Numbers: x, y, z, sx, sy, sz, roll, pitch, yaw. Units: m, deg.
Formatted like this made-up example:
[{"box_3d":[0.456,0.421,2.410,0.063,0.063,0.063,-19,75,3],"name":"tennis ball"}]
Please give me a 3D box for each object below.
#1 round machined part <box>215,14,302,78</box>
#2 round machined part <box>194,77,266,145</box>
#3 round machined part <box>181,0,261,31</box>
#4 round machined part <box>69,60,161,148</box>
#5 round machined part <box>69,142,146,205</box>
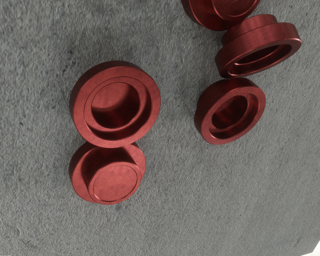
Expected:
[{"box_3d":[0.113,-0.100,0.373,0.099,0.042,0.098,-16,169,-3],"name":"round machined part"},{"box_3d":[0.090,-0.027,0.420,0.099,0.042,0.097,-16,136,-17],"name":"round machined part"},{"box_3d":[0.075,-0.156,0.340,0.099,0.042,0.097,-14,124,-21],"name":"round machined part"},{"box_3d":[-0.052,-0.029,0.349,0.099,0.042,0.097,-14,124,-21],"name":"round machined part"},{"box_3d":[-0.063,0.059,0.398,0.099,0.042,0.097,-14,124,-21],"name":"round machined part"}]
